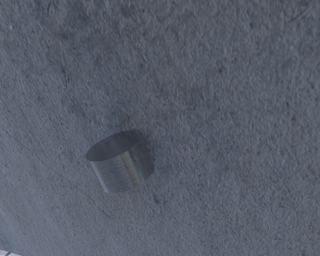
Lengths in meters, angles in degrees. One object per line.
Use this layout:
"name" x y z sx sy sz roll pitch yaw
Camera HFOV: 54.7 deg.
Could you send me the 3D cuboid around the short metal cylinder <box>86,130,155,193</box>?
"short metal cylinder" -0.054 0.044 0.425 0.080 0.080 0.050 -7 115 31
